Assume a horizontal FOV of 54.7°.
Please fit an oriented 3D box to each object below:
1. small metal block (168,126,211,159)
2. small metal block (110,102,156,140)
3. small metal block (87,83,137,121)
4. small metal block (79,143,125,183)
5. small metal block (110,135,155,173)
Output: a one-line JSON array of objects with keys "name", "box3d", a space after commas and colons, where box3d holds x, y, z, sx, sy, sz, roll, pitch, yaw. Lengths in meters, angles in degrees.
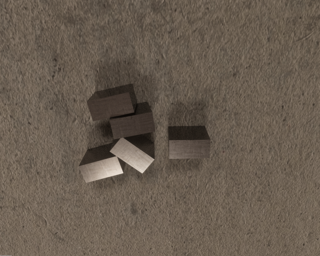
[{"name": "small metal block", "box3d": [0.036, 0.018, 0.404, 0.050, 0.050, 0.025, -1, 110, 0]}, {"name": "small metal block", "box3d": [-0.036, -0.011, 0.388, 0.050, 0.050, 0.025, -11, 110, -6]}, {"name": "small metal block", "box3d": [-0.057, -0.033, 0.384, 0.050, 0.050, 0.025, -12, 109, 4]}, {"name": "small metal block", "box3d": [-0.074, 0.043, 0.412, 0.050, 0.050, 0.025, -15, 110, 5]}, {"name": "small metal block", "box3d": [-0.035, 0.025, 0.405, 0.050, 0.050, 0.025, 36, 106, -14]}]
